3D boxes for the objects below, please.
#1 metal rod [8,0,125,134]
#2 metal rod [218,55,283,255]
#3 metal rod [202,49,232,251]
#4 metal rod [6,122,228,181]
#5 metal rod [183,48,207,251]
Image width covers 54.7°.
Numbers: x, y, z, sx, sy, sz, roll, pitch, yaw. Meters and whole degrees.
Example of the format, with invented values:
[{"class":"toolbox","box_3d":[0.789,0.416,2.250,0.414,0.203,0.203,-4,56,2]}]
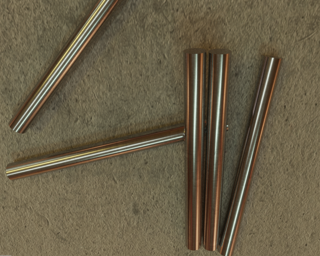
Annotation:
[{"class":"metal rod","box_3d":[-0.091,-0.109,0.368,0.025,0.025,0.299,38,105,-13]},{"class":"metal rod","box_3d":[0.120,0.052,0.429,0.025,0.025,0.298,6,110,-3]},{"class":"metal rod","box_3d":[0.071,0.048,0.407,0.025,0.025,0.298,-2,118,1]},{"class":"metal rod","box_3d":[-0.060,0.026,0.418,0.301,0.025,0.025,-13,110,4]},{"class":"metal rod","box_3d":[0.044,0.047,0.405,0.025,0.025,0.298,-3,118,1]}]
